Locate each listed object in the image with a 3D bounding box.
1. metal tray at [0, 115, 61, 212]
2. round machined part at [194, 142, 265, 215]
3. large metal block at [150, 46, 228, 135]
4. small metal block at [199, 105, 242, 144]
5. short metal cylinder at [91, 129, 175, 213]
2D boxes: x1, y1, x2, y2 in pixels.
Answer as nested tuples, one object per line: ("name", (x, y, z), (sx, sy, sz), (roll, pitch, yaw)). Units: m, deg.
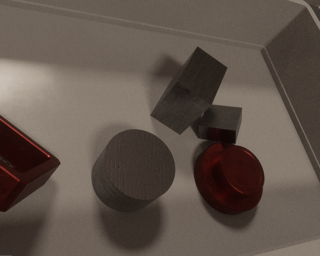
("metal tray", (-0.161, 0.010, 0.273), (0.130, 0.090, 0.030), (38, 93, -3))
("round machined part", (0.098, 0.062, 0.412), (0.099, 0.042, 0.098), (14, 56, -21))
("large metal block", (0.039, -0.050, 0.424), (0.050, 0.080, 0.080), (34, 51, -7))
("small metal block", (0.087, -0.007, 0.440), (0.050, 0.025, 0.050), (8, 44, 20))
("short metal cylinder", (-0.030, 0.048, 0.345), (0.081, 0.050, 0.080), (14, 56, -21))
